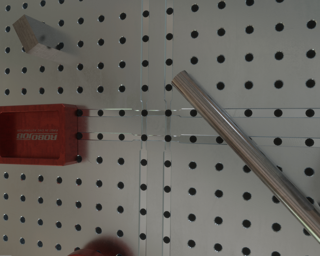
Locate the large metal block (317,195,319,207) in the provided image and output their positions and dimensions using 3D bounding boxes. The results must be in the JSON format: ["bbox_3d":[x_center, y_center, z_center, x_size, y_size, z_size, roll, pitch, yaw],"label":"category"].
[{"bbox_3d":[0.204,0.057,0.312,0.050,0.080,0.080,18,96,19],"label":"large metal block"}]

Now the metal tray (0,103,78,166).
[{"bbox_3d":[-0.191,0.010,0.475,0.130,0.030,0.089,-1,90,19],"label":"metal tray"}]

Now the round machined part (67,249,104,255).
[{"bbox_3d":[-0.100,0.219,0.437,0.098,0.042,0.097,0,90,19],"label":"round machined part"}]

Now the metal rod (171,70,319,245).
[{"bbox_3d":[0.120,0.044,0.370,0.025,0.025,0.300,-44,77,14],"label":"metal rod"}]

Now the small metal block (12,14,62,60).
[{"bbox_3d":[-0.182,-0.134,0.462,0.025,0.050,0.050,-31,80,17],"label":"small metal block"}]
